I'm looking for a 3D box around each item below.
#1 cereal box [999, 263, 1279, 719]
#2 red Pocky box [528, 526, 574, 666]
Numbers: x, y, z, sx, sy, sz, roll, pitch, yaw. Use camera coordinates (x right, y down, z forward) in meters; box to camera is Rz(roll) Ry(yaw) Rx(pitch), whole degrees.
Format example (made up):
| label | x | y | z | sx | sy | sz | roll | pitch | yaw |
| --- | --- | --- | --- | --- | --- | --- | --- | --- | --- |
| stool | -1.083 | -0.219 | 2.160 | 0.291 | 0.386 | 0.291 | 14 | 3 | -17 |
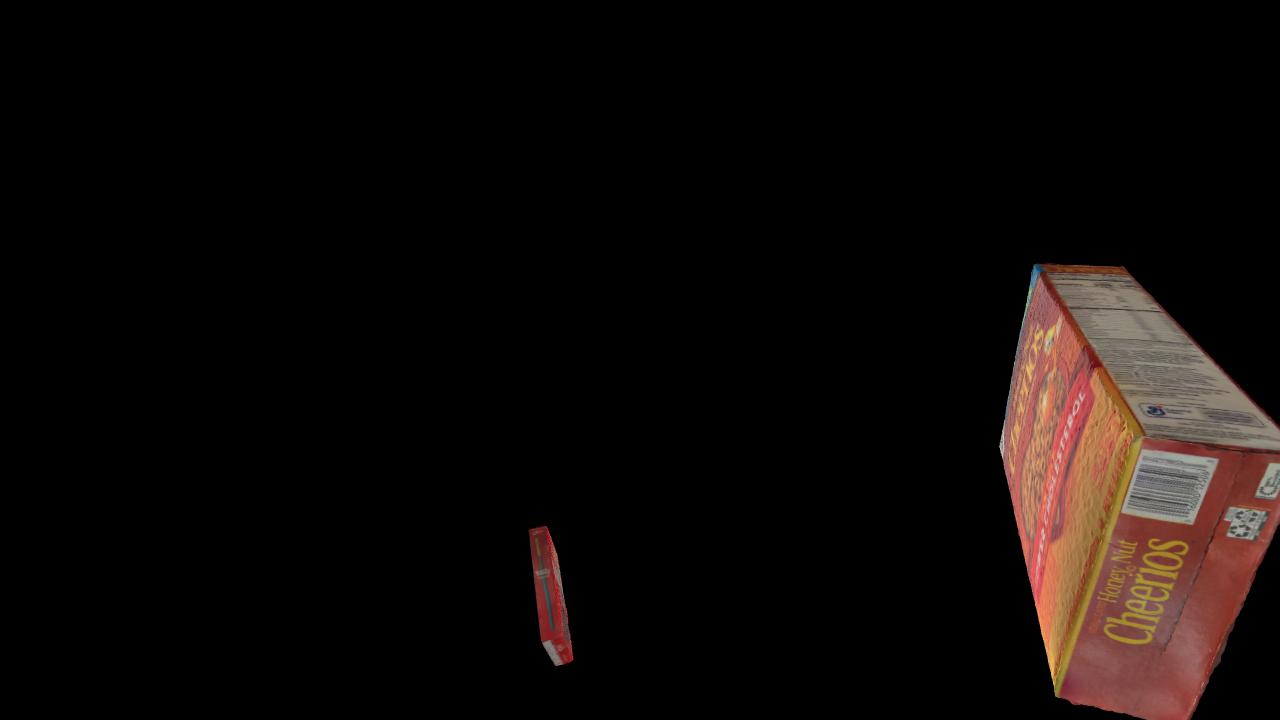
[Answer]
| label | x | y | z | sx | sy | sz | roll | pitch | yaw |
| --- | --- | --- | --- | --- | --- | --- | --- | --- | --- |
| cereal box | 0.342 | 0.067 | 0.464 | 0.081 | 0.203 | 0.306 | 5 | 27 | 20 |
| red Pocky box | -0.117 | 0.303 | 0.799 | 0.028 | 0.083 | 0.155 | -14 | 46 | -5 |
